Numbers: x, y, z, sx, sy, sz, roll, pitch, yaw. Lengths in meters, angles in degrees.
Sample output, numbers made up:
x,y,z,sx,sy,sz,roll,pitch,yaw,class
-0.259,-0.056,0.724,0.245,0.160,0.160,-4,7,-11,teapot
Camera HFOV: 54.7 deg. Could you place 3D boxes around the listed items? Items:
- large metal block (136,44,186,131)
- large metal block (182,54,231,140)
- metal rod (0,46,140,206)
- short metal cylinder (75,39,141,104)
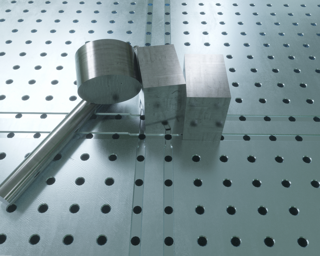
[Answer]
x,y,z,sx,sy,sz,roll,pitch,yaw,class
-0.001,-0.054,0.417,0.050,0.080,0.080,-7,51,-6,large metal block
0.056,-0.040,0.406,0.050,0.080,0.080,1,50,0,large metal block
-0.104,-0.024,0.425,0.025,0.025,0.301,22,53,17,metal rod
-0.068,-0.071,0.402,0.081,0.080,0.050,-7,70,-7,short metal cylinder
